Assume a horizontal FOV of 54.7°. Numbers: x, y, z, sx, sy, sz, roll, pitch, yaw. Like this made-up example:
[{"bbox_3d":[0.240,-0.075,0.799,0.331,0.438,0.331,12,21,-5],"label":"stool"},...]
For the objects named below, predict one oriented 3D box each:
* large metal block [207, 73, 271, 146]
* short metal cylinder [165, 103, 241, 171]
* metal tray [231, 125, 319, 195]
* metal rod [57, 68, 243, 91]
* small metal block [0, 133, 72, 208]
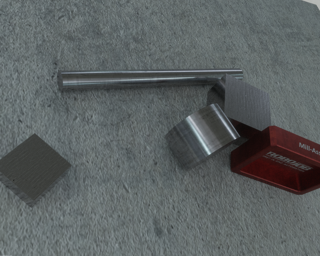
[{"bbox_3d":[0.118,-0.024,0.468,0.080,0.050,0.080,22,54,-16],"label":"large metal block"},{"bbox_3d":[0.053,0.013,0.391,0.081,0.080,0.050,-23,75,-37],"label":"short metal cylinder"},{"bbox_3d":[0.177,0.049,0.429,0.131,0.090,0.030,20,54,-17],"label":"metal tray"},{"bbox_3d":[0.007,-0.074,0.453,0.303,0.025,0.025,-8,66,-32],"label":"metal rod"},{"bbox_3d":[-0.127,0.042,0.310,0.050,0.025,0.050,41,51,0],"label":"small metal block"}]
